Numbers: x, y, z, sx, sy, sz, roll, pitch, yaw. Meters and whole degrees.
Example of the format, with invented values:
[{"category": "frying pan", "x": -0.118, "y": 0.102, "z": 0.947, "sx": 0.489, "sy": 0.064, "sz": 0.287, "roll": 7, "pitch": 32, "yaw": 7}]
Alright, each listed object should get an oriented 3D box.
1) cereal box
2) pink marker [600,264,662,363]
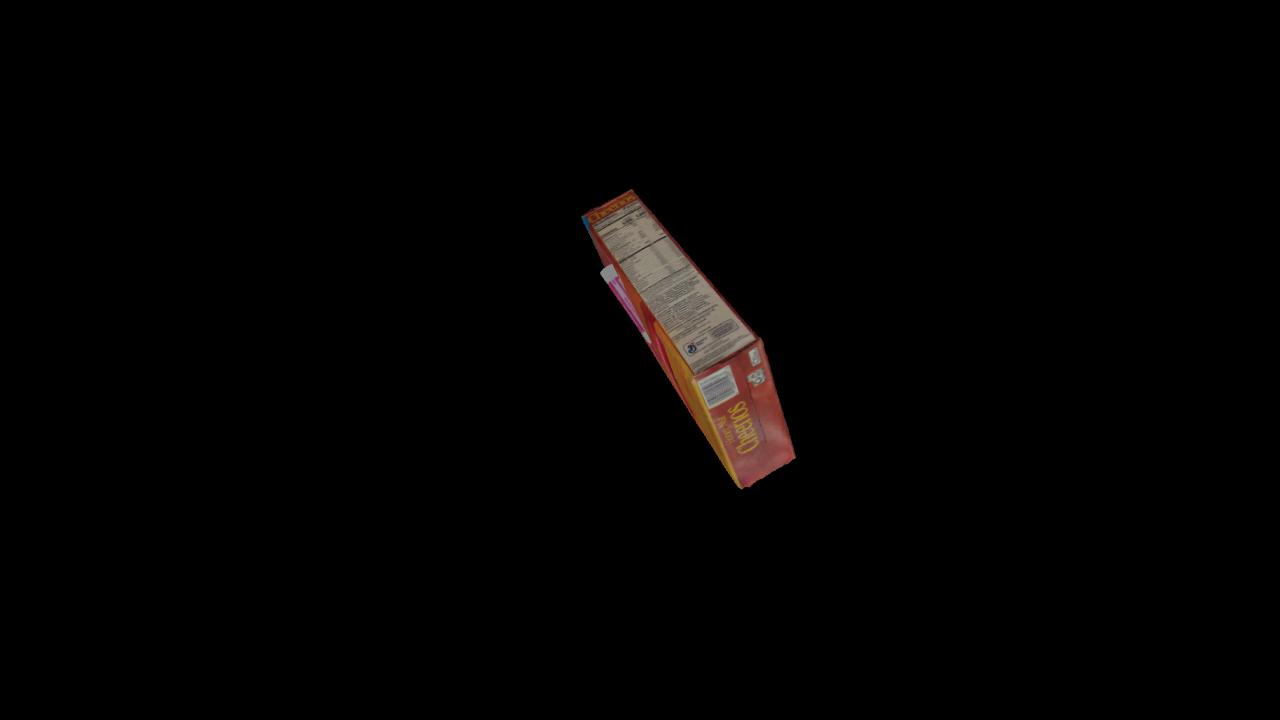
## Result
[{"category": "cereal box", "x": 0.047, "y": -0.032, "z": 0.682, "sx": 0.081, "sy": 0.306, "sz": 0.203, "roll": -30, "pitch": -44, "yaw": -2}, {"category": "pink marker", "x": -0.001, "y": -0.047, "z": 0.644, "sx": 0.020, "sy": 0.121, "sz": 0.020, "roll": -34, "pitch": -6, "yaw": -4}]
